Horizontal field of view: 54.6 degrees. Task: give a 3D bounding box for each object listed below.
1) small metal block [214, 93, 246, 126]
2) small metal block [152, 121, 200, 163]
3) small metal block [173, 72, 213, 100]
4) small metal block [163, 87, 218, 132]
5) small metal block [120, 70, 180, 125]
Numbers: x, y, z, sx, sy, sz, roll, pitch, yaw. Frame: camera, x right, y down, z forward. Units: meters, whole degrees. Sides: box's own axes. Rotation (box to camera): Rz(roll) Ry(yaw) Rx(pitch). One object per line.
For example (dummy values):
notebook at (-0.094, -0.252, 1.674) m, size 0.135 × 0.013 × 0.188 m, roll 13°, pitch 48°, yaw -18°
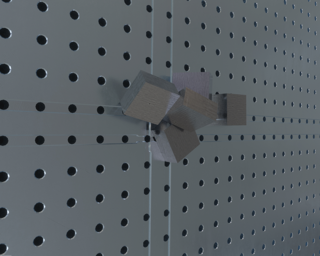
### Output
small metal block at (0.115, -0.029, 0.504) m, size 0.050 × 0.025 × 0.050 m, roll -1°, pitch 91°, yaw -40°
small metal block at (0.023, 0.013, 0.427) m, size 0.050 × 0.025 × 0.050 m, roll -36°, pitch 113°, yaw -34°
small metal block at (0.044, -0.049, 0.425) m, size 0.025 × 0.050 × 0.050 m, roll 9°, pitch 83°, yaw -72°
small metal block at (0.036, -0.021, 0.392) m, size 0.050 × 0.050 × 0.025 m, roll 24°, pitch 61°, yaw -25°
small metal block at (-0.013, -0.036, 0.377) m, size 0.050 × 0.050 × 0.025 m, roll 17°, pitch 34°, yaw -34°
